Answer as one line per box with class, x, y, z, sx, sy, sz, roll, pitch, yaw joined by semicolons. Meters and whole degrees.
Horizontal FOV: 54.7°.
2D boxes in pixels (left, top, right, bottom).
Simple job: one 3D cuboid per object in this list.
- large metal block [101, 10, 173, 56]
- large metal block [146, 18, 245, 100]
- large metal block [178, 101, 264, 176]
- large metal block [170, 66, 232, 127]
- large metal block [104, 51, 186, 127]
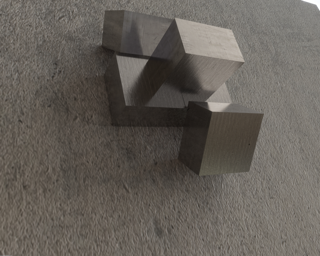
large metal block;-0.028;-0.129;0.428;0.081;0.050;0.080;0;18;-28
large metal block;0.040;-0.080;0.378;0.081;0.080;0.050;1;61;-28
large metal block;0.077;0.012;0.398;0.081;0.079;0.050;1;18;-29
large metal block;0.049;-0.048;0.445;0.081;0.050;0.080;1;62;-28
large metal block;-0.022;-0.049;0.406;0.081;0.050;0.080;1;62;-28
